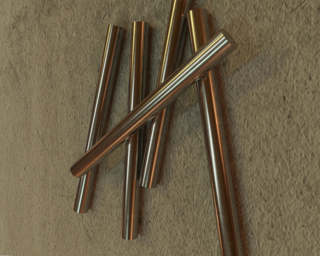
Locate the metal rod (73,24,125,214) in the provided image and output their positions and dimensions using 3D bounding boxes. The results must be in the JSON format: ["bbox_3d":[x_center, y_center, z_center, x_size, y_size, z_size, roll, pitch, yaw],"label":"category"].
[{"bbox_3d":[-0.097,-0.007,0.485,0.025,0.025,0.298,22,104,38],"label":"metal rod"}]

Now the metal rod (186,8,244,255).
[{"bbox_3d":[0.063,0.011,0.353,0.025,0.025,0.298,-12,82,39],"label":"metal rod"}]

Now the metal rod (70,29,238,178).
[{"bbox_3d":[-0.028,-0.013,0.394,0.299,0.025,0.025,-38,67,33],"label":"metal rod"}]

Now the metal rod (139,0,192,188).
[{"bbox_3d":[0.011,-0.069,0.396,0.025,0.025,0.298,17,101,38],"label":"metal rod"}]

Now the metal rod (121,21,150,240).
[{"bbox_3d":[-0.035,0.006,0.433,0.025,0.025,0.298,6,94,40],"label":"metal rod"}]
